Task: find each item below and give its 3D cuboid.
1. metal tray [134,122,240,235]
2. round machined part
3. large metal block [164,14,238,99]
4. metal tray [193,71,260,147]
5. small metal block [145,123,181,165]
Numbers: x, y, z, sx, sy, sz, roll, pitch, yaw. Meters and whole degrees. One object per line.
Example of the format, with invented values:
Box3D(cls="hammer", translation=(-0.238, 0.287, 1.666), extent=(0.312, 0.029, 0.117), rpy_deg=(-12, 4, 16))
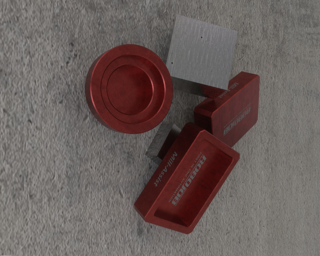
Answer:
Box3D(cls="metal tray", translation=(0.037, 0.068, 0.401), extent=(0.090, 0.030, 0.130), rpy_deg=(32, 91, -38))
Box3D(cls="round machined part", translation=(-0.038, -0.043, 0.354), extent=(0.099, 0.042, 0.097), rpy_deg=(-1, 93, -29))
Box3D(cls="large metal block", translation=(0.048, -0.090, 0.406), extent=(0.081, 0.050, 0.080), rpy_deg=(13, 80, -7))
Box3D(cls="metal tray", translation=(0.105, -0.019, 0.470), extent=(0.131, 0.030, 0.089), rpy_deg=(-37, 133, -34))
Box3D(cls="small metal block", translation=(0.015, 0.028, 0.417), extent=(0.050, 0.025, 0.050), rpy_deg=(42, 64, -32))
